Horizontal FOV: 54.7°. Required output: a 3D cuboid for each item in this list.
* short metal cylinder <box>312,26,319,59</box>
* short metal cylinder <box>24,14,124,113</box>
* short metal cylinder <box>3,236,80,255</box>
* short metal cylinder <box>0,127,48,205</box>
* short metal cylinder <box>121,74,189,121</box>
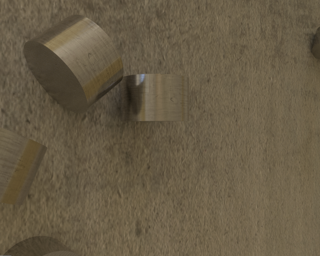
[{"bbox_3d":[0.393,-0.194,0.703,0.080,0.080,0.050,30,71,-37],"label":"short metal cylinder"},{"bbox_3d":[-0.083,-0.061,0.301,0.050,0.080,0.080,-47,119,-30],"label":"short metal cylinder"},{"bbox_3d":[-0.113,0.151,0.295,0.081,0.050,0.079,0,90,-40],"label":"short metal cylinder"},{"bbox_3d":[-0.141,0.026,0.252,0.080,0.080,0.050,29,72,-37],"label":"short metal cylinder"},{"bbox_3d":[-0.006,-0.033,0.366,0.081,0.080,0.050,-1,91,-40],"label":"short metal cylinder"}]
